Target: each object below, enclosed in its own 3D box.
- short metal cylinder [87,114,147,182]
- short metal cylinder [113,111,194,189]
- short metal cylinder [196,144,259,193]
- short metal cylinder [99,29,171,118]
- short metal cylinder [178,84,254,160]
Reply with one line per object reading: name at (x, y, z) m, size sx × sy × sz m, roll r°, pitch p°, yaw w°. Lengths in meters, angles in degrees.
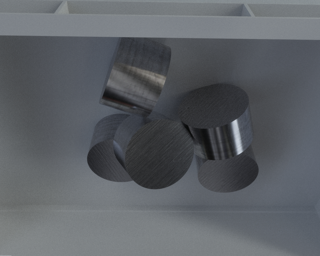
short metal cylinder at (-0.053, 0.027, 0.415) m, size 0.081 × 0.050 × 0.079 m, roll 0°, pitch 130°, yaw 0°
short metal cylinder at (-0.008, 0.023, 0.357) m, size 0.081 × 0.050 × 0.079 m, roll -6°, pitch 106°, yaw -22°
short metal cylinder at (0.091, 0.045, 0.432) m, size 0.081 × 0.050 × 0.079 m, roll 0°, pitch 130°, yaw 0°
short metal cylinder at (-0.027, -0.056, 0.325) m, size 0.050 × 0.080 × 0.079 m, roll 17°, pitch 128°, yaw -14°
short metal cylinder at (0.067, -0.008, 0.366) m, size 0.080 × 0.080 × 0.050 m, roll -13°, pitch 129°, yaw 11°
